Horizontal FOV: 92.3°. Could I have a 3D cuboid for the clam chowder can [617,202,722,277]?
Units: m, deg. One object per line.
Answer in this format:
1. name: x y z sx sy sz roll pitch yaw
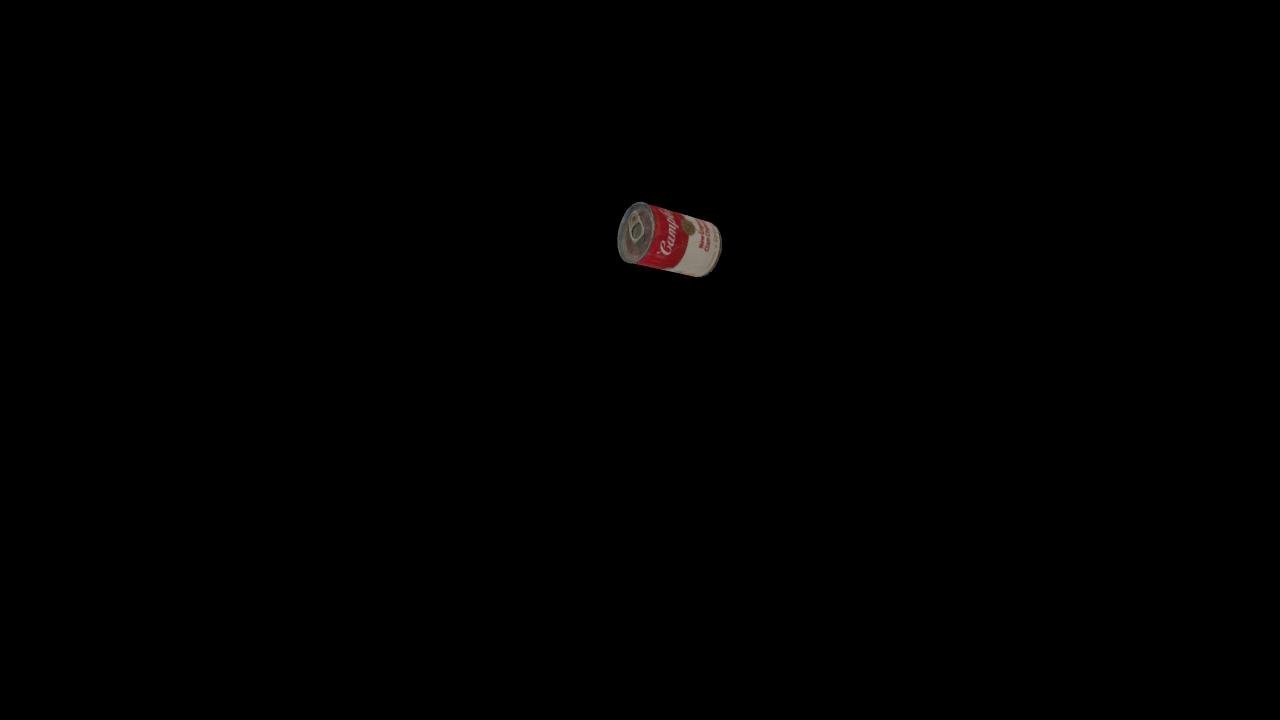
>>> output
1. clam chowder can: 0.035 -0.134 0.698 0.102 0.068 0.068 6 -4 -36
